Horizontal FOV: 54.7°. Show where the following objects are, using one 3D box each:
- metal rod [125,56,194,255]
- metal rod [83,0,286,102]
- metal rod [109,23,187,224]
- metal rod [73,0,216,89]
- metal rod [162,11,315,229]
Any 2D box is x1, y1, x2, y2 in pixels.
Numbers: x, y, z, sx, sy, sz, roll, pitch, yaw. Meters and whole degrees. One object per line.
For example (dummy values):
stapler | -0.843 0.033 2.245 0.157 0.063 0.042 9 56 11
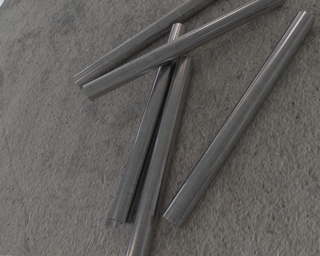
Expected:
metal rod | 0.001 0.037 0.380 0.025 0.025 0.300 0 62 28
metal rod | 0.033 -0.116 0.430 0.301 0.025 0.025 -27 52 0
metal rod | -0.009 -0.023 0.422 0.025 0.025 0.300 2 63 29
metal rod | -0.012 -0.155 0.505 0.300 0.025 0.025 -32 52 7
metal rod | 0.098 -0.018 0.363 0.025 0.025 0.300 27 76 37
